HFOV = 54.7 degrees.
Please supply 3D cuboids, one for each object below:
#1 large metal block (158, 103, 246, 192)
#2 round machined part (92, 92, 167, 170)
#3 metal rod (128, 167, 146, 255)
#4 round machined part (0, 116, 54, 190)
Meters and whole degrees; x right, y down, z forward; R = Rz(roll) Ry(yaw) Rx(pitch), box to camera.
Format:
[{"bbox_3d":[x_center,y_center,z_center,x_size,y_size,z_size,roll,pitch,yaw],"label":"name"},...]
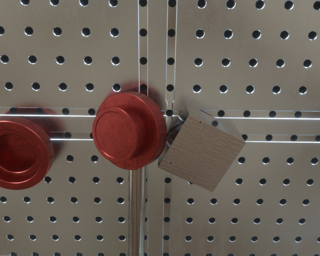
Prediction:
[{"bbox_3d":[0.052,0.025,0.410,0.080,0.050,0.080,26,108,-10],"label":"large metal block"},{"bbox_3d":[-0.044,0.005,0.382,0.098,0.042,0.097,6,102,30],"label":"round machined part"},{"bbox_3d":[-0.035,0.133,0.461,0.025,0.025,0.298,2,110,-1],"label":"metal rod"},{"bbox_3d":[-0.190,0.030,0.414,0.099,0.042,0.097,0,110,0],"label":"round machined part"}]
